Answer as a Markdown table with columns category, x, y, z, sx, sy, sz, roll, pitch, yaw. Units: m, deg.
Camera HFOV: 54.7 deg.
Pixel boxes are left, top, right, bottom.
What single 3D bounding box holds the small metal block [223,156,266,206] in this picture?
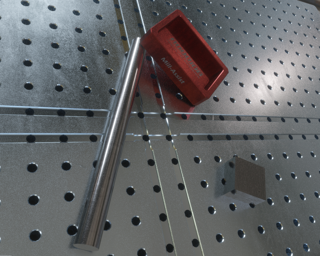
| category | x | y | z | sx | sy | sz | roll | pitch | yaw |
| --- | --- | --- | --- | --- | --- | --- | --- | --- | --- |
| small metal block | 0.117 | 0.074 | 0.429 | 0.050 | 0.025 | 0.050 | 22 | 53 | -15 |

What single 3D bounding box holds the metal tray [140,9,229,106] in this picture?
| category | x | y | z | sx | sy | sz | roll | pitch | yaw |
| --- | --- | --- | --- | --- | --- | --- | --- | --- | --- |
| metal tray | 0.041 | -0.110 | 0.478 | 0.130 | 0.030 | 0.090 | 48 | 49 | -10 |

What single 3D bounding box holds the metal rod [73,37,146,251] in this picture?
| category | x | y | z | sx | sy | sz | roll | pitch | yaw |
| --- | --- | --- | --- | --- | --- | --- | --- | --- | --- |
| metal rod | -0.051 | -0.006 | 0.385 | 0.025 | 0.025 | 0.300 | 21 | 54 | -16 |
